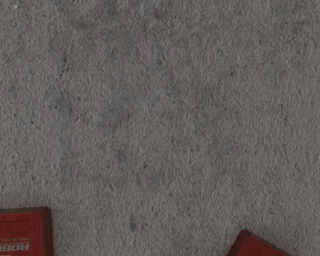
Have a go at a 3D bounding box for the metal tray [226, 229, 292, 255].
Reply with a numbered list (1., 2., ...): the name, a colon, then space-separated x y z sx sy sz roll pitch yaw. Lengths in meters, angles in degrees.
1. metal tray: 0.120 0.214 0.409 0.090 0.030 0.130 30 90 0

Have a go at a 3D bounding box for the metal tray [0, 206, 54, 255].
1. metal tray: -0.211 0.155 0.405 0.131 0.030 0.089 -4 90 0
